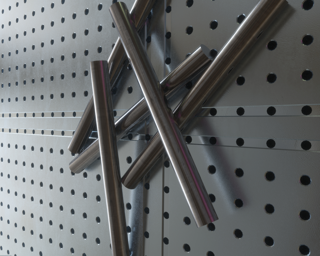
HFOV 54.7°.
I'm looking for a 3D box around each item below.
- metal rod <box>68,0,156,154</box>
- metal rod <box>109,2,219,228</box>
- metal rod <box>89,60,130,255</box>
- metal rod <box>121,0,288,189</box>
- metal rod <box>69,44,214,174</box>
[{"bbox_3d":[-0.074,-0.082,0.467,0.025,0.025,0.298,45,116,30],"label":"metal rod"},{"bbox_3d":[-0.003,-0.030,0.375,0.025,0.025,0.299,-35,69,34],"label":"metal rod"},{"bbox_3d":[-0.070,0.057,0.439,0.025,0.025,0.298,-2,97,39],"label":"metal rod"},{"bbox_3d":[0.037,-0.028,0.377,0.298,0.025,0.025,-52,60,27],"label":"metal rod"},{"bbox_3d":[-0.043,-0.011,0.442,0.299,0.025,0.025,-38,67,33],"label":"metal rod"}]
